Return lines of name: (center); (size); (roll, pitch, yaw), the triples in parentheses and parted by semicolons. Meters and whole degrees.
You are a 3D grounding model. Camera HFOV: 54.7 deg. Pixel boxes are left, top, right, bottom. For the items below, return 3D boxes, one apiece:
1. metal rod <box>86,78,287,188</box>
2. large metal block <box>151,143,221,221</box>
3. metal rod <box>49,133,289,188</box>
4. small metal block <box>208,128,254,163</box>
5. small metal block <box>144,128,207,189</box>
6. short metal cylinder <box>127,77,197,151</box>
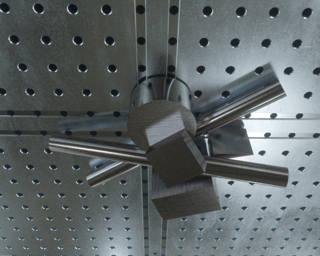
metal rod: (0.021, 0.015, 0.421); (0.300, 0.025, 0.025); (-27, 125, 21)
large metal block: (0.035, 0.074, 0.433); (0.080, 0.080, 0.050); (-14, 129, 11)
metal rod: (0.003, 0.039, 0.394); (0.301, 0.025, 0.025); (8, 131, 10)
small metal block: (0.092, 0.026, 0.414); (0.050, 0.050, 0.025); (1, 130, 0)
small metal block: (0.019, 0.036, 0.361); (0.050, 0.025, 0.050); (-28, 102, 22)
short metal cylinder: (0.002, -0.015, 0.377); (0.081, 0.050, 0.079); (0, 129, 0)
